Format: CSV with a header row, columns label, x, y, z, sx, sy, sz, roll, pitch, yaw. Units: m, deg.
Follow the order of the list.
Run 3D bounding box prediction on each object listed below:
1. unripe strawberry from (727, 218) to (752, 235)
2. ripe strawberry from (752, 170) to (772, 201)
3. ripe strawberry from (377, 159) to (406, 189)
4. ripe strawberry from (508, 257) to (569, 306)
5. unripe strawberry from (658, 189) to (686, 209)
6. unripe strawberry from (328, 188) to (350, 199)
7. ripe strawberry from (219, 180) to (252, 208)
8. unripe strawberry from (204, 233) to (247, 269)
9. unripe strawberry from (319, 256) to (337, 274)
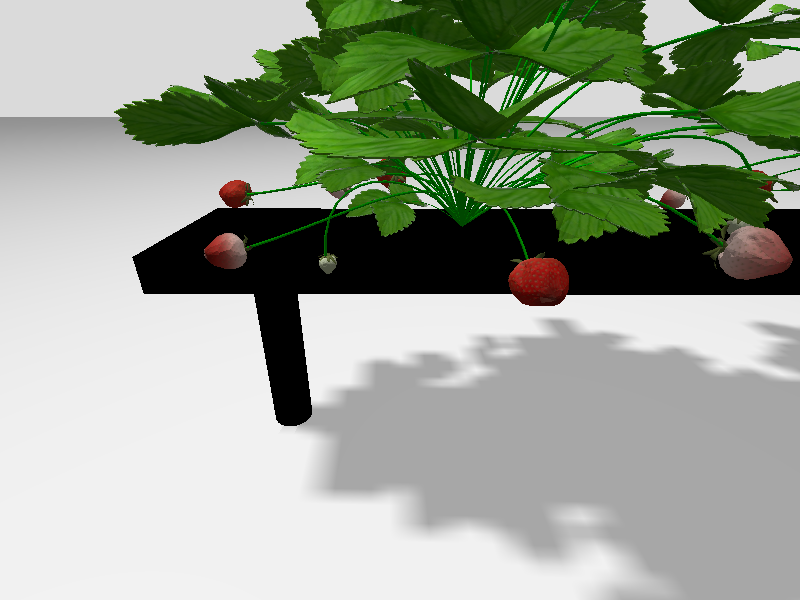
label,x,y,z,sx,sy,sz,roll,pitch,yaw
unripe strawberry,0.264,-0.057,0.313,0.016,0.015,0.014,5,27,11
ripe strawberry,0.363,-0.118,0.420,0.037,0.036,0.040,13,29,26
ripe strawberry,-0.013,-0.164,0.514,0.039,0.041,0.042,-9,27,-18
ripe strawberry,0.072,-0.008,0.207,0.030,0.027,0.027,-3,35,-6
unripe strawberry,0.277,-0.103,0.409,0.023,0.020,0.023,-33,12,28
unripe strawberry,-0.072,-0.129,0.458,0.028,0.027,0.026,5,22,45
ripe strawberry,-0.171,-0.110,0.413,0.031,0.027,0.031,7,27,16
unripe strawberry,-0.114,-0.031,0.261,0.025,0.024,0.023,-15,30,-27
unripe strawberry,-0.046,-0.022,0.256,0.011,0.012,0.012,22,34,37
